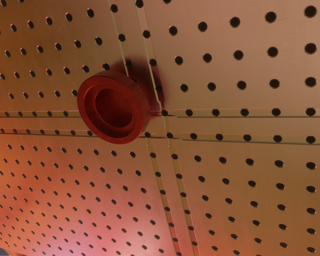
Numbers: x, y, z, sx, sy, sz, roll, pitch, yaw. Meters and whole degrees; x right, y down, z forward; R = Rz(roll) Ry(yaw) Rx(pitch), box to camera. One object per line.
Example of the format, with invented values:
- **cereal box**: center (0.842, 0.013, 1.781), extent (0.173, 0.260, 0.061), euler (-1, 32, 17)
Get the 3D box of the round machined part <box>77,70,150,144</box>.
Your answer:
- **round machined part**: center (-0.057, -0.030, 0.410), extent (0.098, 0.042, 0.097), euler (13, 124, 20)
